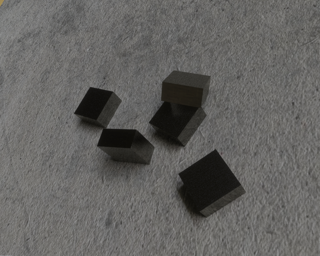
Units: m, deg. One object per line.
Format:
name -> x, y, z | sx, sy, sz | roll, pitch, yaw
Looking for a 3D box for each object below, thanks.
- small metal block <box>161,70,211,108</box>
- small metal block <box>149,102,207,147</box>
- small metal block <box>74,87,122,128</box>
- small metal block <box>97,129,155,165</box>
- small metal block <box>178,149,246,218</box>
small metal block -> 0.034, -0.051, 0.393 | 0.050, 0.025, 0.050 | 12, 29, 14
small metal block -> 0.023, -0.011, 0.399 | 0.050, 0.025, 0.050 | 28, 77, 37
small metal block -> -0.095, -0.032, 0.473 | 0.050, 0.025, 0.050 | 15, 69, 34
small metal block -> -0.043, 0.024, 0.396 | 0.050, 0.050, 0.025 | 1, 63, 29
small metal block -> 0.056, 0.060, 0.338 | 0.050, 0.025, 0.050 | -35, 51, 5
